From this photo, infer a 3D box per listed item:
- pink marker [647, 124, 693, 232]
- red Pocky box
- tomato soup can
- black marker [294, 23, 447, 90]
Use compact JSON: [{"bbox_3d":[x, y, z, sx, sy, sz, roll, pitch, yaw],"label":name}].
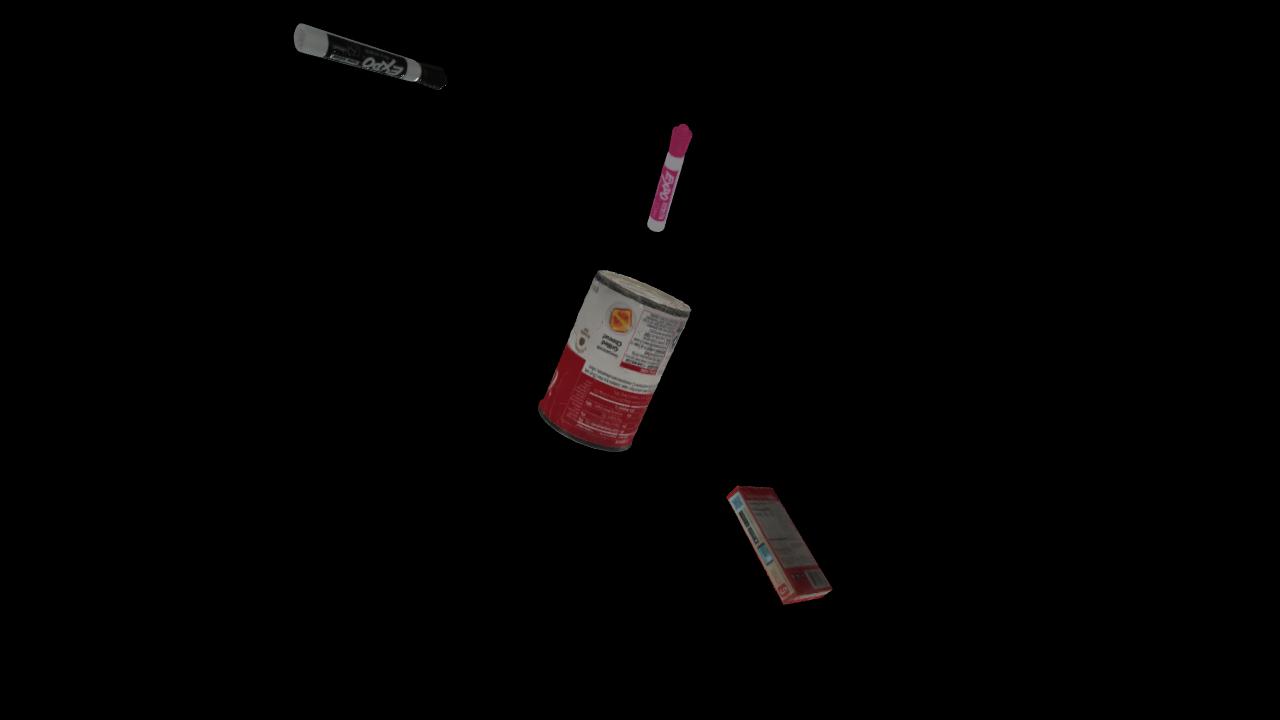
[{"bbox_3d":[0.028,-0.175,0.598,0.020,0.020,0.121,0,-34,-14],"label":"pink marker"},{"bbox_3d":[0.178,0.235,0.794,0.083,0.155,0.028,12,-51,-41],"label":"red Pocky box"},{"bbox_3d":[-0.017,-0.001,0.400,0.068,0.101,0.068,23,14,-6],"label":"tomato soup can"},{"bbox_3d":[-0.202,-0.232,0.477,0.020,0.020,0.121,0,7,36],"label":"black marker"}]
